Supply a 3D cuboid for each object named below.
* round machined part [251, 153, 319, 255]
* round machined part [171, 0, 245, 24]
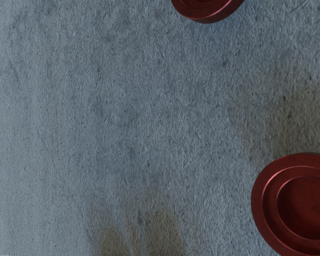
[{"bbox_3d":[0.138,0.071,0.280,0.098,0.042,0.097,0,90,40],"label":"round machined part"},{"bbox_3d":[0.061,-0.165,0.344,0.098,0.042,0.097,0,90,40],"label":"round machined part"}]
